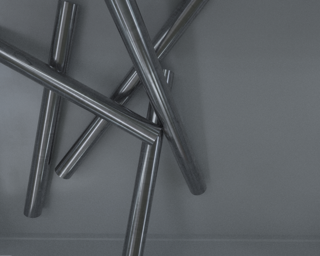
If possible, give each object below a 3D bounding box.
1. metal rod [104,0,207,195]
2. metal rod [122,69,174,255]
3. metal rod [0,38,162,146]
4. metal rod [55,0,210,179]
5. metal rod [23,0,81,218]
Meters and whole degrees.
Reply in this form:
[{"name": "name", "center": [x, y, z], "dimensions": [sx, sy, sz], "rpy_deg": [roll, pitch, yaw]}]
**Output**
[{"name": "metal rod", "center": [0.007, -0.019, 0.350], "dimensions": [0.025, 0.025, 0.299], "rpy_deg": [-19, 130, 7]}, {"name": "metal rod", "center": [-0.020, 0.076, 0.374], "dimensions": [0.025, 0.025, 0.298], "rpy_deg": [10, 85, -4]}, {"name": "metal rod", "center": [-0.135, -0.062, 0.357], "dimensions": [0.301, 0.025, 0.025], "rpy_deg": [29, 108, 1]}, {"name": "metal rod", "center": [-0.043, -0.048, 0.393], "dimensions": [0.025, 0.025, 0.299], "rpy_deg": [37, 106, -13]}, {"name": "metal rod", "center": [-0.146, -0.010, 0.406], "dimensions": [0.025, 0.025, 0.298], "rpy_deg": [15, 109, -6]}]
